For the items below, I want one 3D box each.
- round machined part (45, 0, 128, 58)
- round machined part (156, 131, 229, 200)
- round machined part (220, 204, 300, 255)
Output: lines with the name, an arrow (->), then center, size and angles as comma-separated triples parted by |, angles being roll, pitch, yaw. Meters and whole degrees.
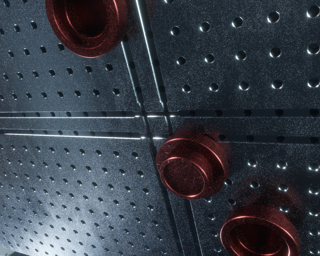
round machined part -> -0.079, -0.135, 0.359 | 0.098, 0.042, 0.097 | 13, 124, 21
round machined part -> 0.039, 0.057, 0.415 | 0.098, 0.042, 0.097 | 13, 124, 21
round machined part -> 0.135, 0.142, 0.417 | 0.098, 0.042, 0.097 | 13, 124, 21
